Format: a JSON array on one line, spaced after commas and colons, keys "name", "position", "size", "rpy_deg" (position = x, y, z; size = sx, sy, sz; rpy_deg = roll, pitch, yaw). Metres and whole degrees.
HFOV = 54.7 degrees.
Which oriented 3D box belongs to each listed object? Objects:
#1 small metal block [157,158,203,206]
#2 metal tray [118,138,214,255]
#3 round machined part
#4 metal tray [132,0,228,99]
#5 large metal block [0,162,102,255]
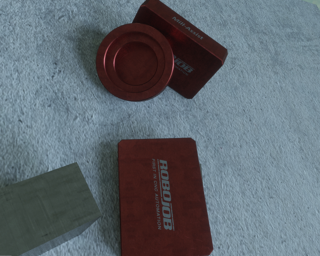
[{"name": "small metal block", "position": [0.024, 0.067, 0.377], "size": [0.050, 0.025, 0.050], "rpy_deg": [13, 56, -21]}, {"name": "metal tray", "position": [0.001, 0.075, 0.339], "size": [0.091, 0.030, 0.130], "rpy_deg": [-1, 61, -9]}, {"name": "round machined part", "position": [-0.030, -0.083, 0.407], "size": [0.099, 0.042, 0.097], "rpy_deg": [0, 92, 4]}, {"name": "metal tray", "position": [0.017, -0.108, 0.438], "size": [0.130, 0.090, 0.030], "rpy_deg": [34, 49, -7]}, {"name": "large metal block", "position": [-0.107, 0.079, 0.264], "size": [0.081, 0.080, 0.050], "rpy_deg": [-19, 72, -36]}]
